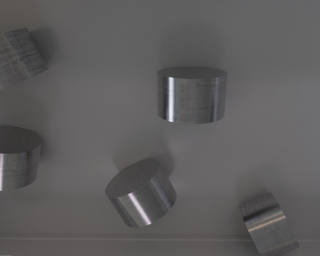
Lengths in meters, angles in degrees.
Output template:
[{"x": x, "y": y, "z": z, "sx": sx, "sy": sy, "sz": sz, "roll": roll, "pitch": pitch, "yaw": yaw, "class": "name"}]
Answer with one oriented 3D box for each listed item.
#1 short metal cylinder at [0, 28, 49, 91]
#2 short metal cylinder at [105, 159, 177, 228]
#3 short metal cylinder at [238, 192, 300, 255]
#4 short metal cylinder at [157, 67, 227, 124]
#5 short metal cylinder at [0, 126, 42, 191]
[{"x": -0.177, "y": -0.074, "z": 0.353, "sx": 0.080, "sy": 0.080, "sz": 0.050, "roll": -21, "pitch": 109, "yaw": 7, "class": "short metal cylinder"}, {"x": -0.025, "y": 0.085, "z": 0.413, "sx": 0.080, "sy": 0.080, "sz": 0.050, "roll": -25, "pitch": 108, "yaw": 9, "class": "short metal cylinder"}, {"x": 0.150, "y": 0.137, "z": 0.434, "sx": 0.050, "sy": 0.080, "sz": 0.080, "roll": -26, "pitch": 108, "yaw": 9, "class": "short metal cylinder"}, {"x": 0.037, "y": -0.041, "z": 0.367, "sx": 0.081, "sy": 0.080, "sz": 0.050, "roll": 0, "pitch": 110, "yaw": 0, "class": "short metal cylinder"}, {"x": -0.196, "y": 0.036, "z": 0.393, "sx": 0.080, "sy": 0.080, "sz": 0.050, "roll": 12, "pitch": 110, "yaw": -5, "class": "short metal cylinder"}]
